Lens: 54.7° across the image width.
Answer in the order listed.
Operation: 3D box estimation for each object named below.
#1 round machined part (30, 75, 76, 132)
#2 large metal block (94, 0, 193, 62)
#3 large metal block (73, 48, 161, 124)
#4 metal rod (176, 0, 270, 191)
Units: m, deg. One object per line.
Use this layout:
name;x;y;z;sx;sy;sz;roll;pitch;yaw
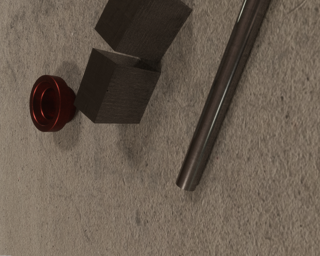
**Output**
round machined part;-0.184;-0.042;0.542;0.098;0.042;0.097;0;90;39
large metal block;-0.020;-0.135;0.384;0.050;0.081;0.080;50;119;28
large metal block;-0.056;-0.053;0.413;0.050;0.081;0.079;37;113;33
metal rod;0.077;-0.066;0.339;0.025;0.025;0.298;30;108;36
